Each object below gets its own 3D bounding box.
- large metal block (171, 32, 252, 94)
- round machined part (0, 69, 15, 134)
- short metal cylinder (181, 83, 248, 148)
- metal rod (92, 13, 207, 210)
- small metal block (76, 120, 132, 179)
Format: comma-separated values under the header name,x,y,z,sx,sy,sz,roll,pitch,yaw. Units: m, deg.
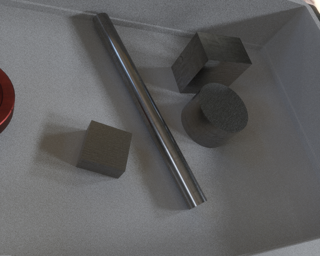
name,x,y,z,sx,sy,sz,roll,pitch,yaw
large metal block,0.076,-0.095,0.471,0.081,0.080,0.050,-3,63,-30
round machined part,-0.197,-0.023,0.303,0.099,0.042,0.098,14,56,-21
short metal cylinder,0.078,-0.018,0.444,0.081,0.050,0.080,14,56,-21
metal rod,-0.021,-0.034,0.416,0.025,0.025,0.299,-16,70,-35
small metal block,-0.063,0.025,0.357,0.050,0.025,0.050,19,54,-17
